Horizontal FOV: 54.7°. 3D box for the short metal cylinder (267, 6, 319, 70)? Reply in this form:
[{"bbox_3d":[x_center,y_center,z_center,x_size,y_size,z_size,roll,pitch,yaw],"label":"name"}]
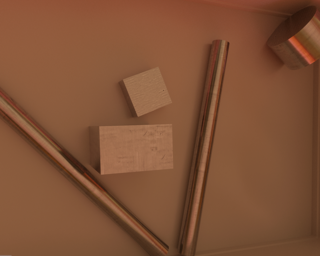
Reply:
[{"bbox_3d":[0.210,-0.133,0.461,0.050,0.080,0.080,42,77,-16],"label":"short metal cylinder"}]

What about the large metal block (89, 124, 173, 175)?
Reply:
[{"bbox_3d":[-0.038,0.021,0.368,0.081,0.080,0.050,-2,91,-20],"label":"large metal block"}]

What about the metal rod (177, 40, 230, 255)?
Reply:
[{"bbox_3d":[0.062,0.025,0.434,0.025,0.025,0.298,11,86,-20],"label":"metal rod"}]

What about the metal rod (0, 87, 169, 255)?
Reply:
[{"bbox_3d":[-0.096,0.060,0.375,0.025,0.025,0.300,-47,105,-14],"label":"metal rod"}]

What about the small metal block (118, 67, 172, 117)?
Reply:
[{"bbox_3d":[-0.019,-0.046,0.404,0.050,0.025,0.050,-24,98,-19],"label":"small metal block"}]
